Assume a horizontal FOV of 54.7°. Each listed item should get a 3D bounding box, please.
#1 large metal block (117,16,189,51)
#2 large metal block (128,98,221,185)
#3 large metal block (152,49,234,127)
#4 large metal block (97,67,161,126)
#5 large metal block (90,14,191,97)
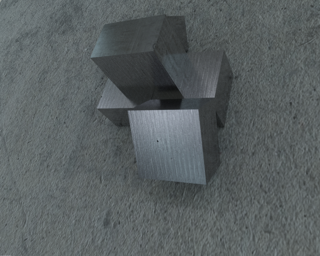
[{"bbox_3d":[-0.014,-0.130,0.448,0.080,0.050,0.080,0,18,28],"label":"large metal block"},{"bbox_3d":[0.018,0.012,0.344,0.080,0.079,0.050,1,18,28],"label":"large metal block"},{"bbox_3d":[0.042,-0.048,0.394,0.080,0.050,0.080,1,62,28],"label":"large metal block"},{"bbox_3d":[-0.029,-0.049,0.431,0.080,0.050,0.080,1,62,28],"label":"large metal block"},{"bbox_3d":[-0.019,-0.080,0.364,0.080,0.080,0.050,1,63,28],"label":"large metal block"}]
